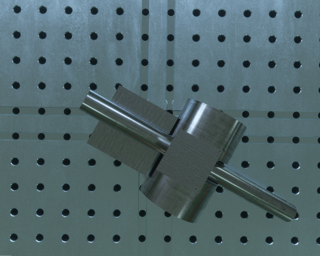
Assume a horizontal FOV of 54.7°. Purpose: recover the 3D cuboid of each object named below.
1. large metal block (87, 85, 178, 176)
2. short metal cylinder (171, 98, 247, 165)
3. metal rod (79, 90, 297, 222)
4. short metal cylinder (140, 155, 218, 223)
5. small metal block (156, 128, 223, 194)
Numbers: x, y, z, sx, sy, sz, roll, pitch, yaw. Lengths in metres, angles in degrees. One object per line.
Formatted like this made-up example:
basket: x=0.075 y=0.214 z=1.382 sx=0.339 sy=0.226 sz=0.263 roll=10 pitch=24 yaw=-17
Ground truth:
large metal block: x=-0.033 y=0.003 z=0.395 sx=0.080 sy=0.050 sz=0.080 roll=29 pitch=90 yaw=0
short metal cylinder: x=0.059 y=0.004 z=0.383 sx=0.080 sy=0.080 sz=0.050 roll=28 pitch=90 yaw=0
metal rod: x=0.046 y=0.041 z=0.371 sx=0.301 sy=0.025 sz=0.025 roll=30 pitch=90 yaw=-16
short metal cylinder: x=0.023 y=0.072 z=0.382 sx=0.080 sy=0.080 sz=0.050 roll=30 pitch=90 yaw=0
small metal block: x=0.031 y=0.035 z=0.331 sx=0.050 sy=0.025 sz=0.050 roll=29 pitch=90 yaw=8
